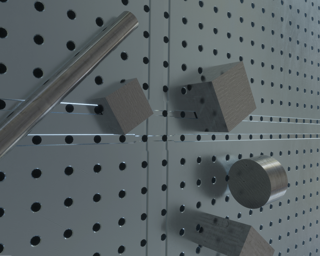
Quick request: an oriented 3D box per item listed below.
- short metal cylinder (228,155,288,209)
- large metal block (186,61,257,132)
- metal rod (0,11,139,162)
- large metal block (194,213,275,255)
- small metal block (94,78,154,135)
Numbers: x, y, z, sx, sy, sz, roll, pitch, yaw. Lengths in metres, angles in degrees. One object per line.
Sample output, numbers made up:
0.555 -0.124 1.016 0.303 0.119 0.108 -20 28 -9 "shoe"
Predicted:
0.160 0.088 0.511 0.050 0.080 0.079 -5 93 -40 "short metal cylinder"
0.096 -0.048 0.476 0.081 0.050 0.080 -35 112 -35 "large metal block"
-0.118 -0.026 0.311 0.301 0.025 0.025 -53 121 -27 "metal rod"
0.113 0.180 0.472 0.080 0.080 0.050 47 62 -30 "large metal block"
-0.042 -0.026 0.375 0.050 0.025 0.050 -39 114 -33 "small metal block"
